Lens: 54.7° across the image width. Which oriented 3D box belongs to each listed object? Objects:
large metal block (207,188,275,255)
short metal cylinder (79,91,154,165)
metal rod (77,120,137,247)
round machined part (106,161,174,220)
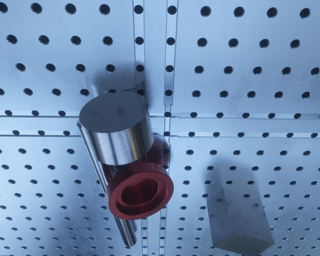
[{"bbox_3d":[0.130,0.156,0.511,0.080,0.080,0.050,21,127,-17],"label":"large metal block"},{"bbox_3d":[-0.051,-0.002,0.373,0.080,0.080,0.050,-5,130,3],"label":"short metal cylinder"},{"bbox_3d":[-0.076,0.104,0.499,0.025,0.025,0.298,-6,130,5],"label":"metal rod"},{"bbox_3d":[-0.033,0.088,0.463,0.099,0.042,0.097,-12,128,-15],"label":"round machined part"}]
